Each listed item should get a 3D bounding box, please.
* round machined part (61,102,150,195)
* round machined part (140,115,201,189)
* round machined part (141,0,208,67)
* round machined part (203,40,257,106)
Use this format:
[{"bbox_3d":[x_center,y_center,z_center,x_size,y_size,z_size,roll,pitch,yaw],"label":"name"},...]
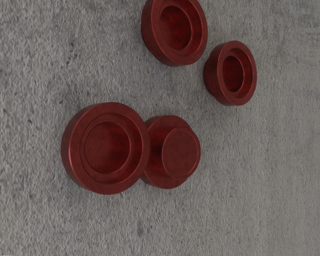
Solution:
[{"bbox_3d":[-0.062,0.021,0.342,0.099,0.042,0.097,0,90,-40],"label":"round machined part"},{"bbox_3d":[0.016,0.032,0.407,0.099,0.042,0.097,0,90,-40],"label":"round machined part"},{"bbox_3d":[0.014,-0.129,0.405,0.099,0.042,0.097,0,90,-40],"label":"round machined part"},{"bbox_3d":[0.105,-0.083,0.481,0.099,0.042,0.097,0,90,-40],"label":"round machined part"}]
